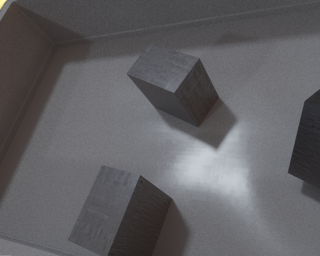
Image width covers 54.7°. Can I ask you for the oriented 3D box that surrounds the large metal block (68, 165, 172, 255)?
[{"bbox_3d":[-0.037,0.096,0.331,0.050,0.080,0.080,9,66,32],"label":"large metal block"}]

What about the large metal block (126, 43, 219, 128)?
[{"bbox_3d":[0.018,-0.054,0.394,0.080,0.080,0.050,27,77,37],"label":"large metal block"}]

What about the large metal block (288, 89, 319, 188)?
[{"bbox_3d":[0.166,0.015,0.264,0.050,0.079,0.080,-31,43,-33],"label":"large metal block"}]
